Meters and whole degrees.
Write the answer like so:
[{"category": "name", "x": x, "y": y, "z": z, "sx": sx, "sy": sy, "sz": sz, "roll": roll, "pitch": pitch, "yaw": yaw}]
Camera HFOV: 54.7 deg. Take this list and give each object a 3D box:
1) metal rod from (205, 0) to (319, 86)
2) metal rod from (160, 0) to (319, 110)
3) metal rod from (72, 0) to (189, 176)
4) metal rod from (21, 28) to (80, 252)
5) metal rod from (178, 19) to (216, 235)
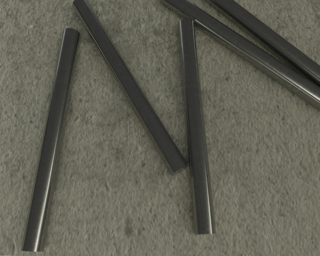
[{"category": "metal rod", "x": 0.178, "y": -0.117, "z": 0.453, "sx": 0.025, "sy": 0.025, "sz": 0.300, "roll": -43, "pitch": 76, "yaw": -14}, {"category": "metal rod", "x": 0.123, "y": -0.116, "z": 0.452, "sx": 0.300, "sy": 0.025, "sz": 0.025, "roll": 38, "pitch": 74, "yaw": 12}, {"category": "metal rod", "x": -0.049, "y": -0.069, "z": 0.432, "sx": 0.025, "sy": 0.025, "sz": 0.299, "roll": -28, "pitch": 73, "yaw": -10}, {"category": "metal rod", "x": -0.138, "y": 0.001, "z": 0.406, "sx": 0.025, "sy": 0.025, "sz": 0.299, "roll": 3, "pitch": 70, "yaw": 1}, {"category": "metal rod", "x": 0.046, "y": -0.016, "z": 0.414, "sx": 0.025, "sy": 0.025, "sz": 0.299, "roll": -2, "pitch": 70, "yaw": -1}]
